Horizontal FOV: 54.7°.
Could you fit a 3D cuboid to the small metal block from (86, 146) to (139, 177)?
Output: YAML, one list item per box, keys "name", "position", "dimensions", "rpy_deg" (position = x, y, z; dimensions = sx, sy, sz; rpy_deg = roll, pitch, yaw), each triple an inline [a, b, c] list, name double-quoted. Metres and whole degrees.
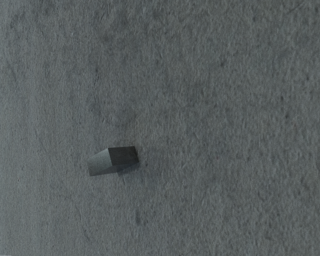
- name: "small metal block"
  position: [-0.068, 0.047, 0.442]
  dimensions: [0.050, 0.050, 0.025]
  rpy_deg: [-28, 73, 36]
